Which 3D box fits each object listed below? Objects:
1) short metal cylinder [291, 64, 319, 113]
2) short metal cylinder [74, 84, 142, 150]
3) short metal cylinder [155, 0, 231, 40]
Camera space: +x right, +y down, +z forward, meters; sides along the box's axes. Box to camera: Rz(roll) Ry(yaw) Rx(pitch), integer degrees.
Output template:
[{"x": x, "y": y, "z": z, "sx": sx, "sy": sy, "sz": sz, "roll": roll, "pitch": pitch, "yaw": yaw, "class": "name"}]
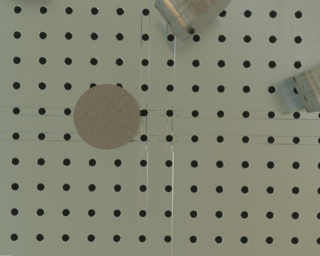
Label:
[{"x": 0.214, "y": -0.059, "z": 0.387, "sx": 0.080, "sy": 0.080, "sz": 0.050, "roll": -25, "pitch": 90, "yaw": 0, "class": "short metal cylinder"}, {"x": -0.064, "y": -0.014, "z": 0.400, "sx": 0.081, "sy": 0.050, "sz": 0.079, "roll": 0, "pitch": 90, "yaw": 0, "class": "short metal cylinder"}, {"x": 0.041, "y": -0.156, "z": 0.386, "sx": 0.080, "sy": 0.080, "sz": 0.050, "roll": -35, "pitch": 90, "yaw": 0, "class": "short metal cylinder"}]
